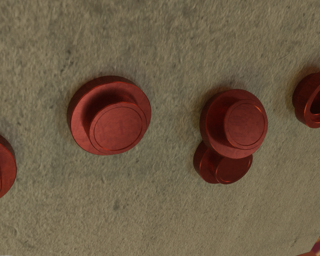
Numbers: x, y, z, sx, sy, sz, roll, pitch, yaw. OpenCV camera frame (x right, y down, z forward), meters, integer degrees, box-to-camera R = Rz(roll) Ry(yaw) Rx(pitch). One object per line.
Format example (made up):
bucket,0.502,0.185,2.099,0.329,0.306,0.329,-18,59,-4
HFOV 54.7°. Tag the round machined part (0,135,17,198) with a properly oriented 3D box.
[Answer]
round machined part,-0.201,0.049,0.317,0.099,0.042,0.097,-14,125,-21

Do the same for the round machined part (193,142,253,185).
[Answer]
round machined part,0.105,0.049,0.486,0.099,0.042,0.097,-14,125,-21

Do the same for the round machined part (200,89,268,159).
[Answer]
round machined part,0.108,-0.005,0.428,0.099,0.042,0.097,-1,92,-19

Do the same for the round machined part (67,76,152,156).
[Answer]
round machined part,-0.054,-0.008,0.362,0.099,0.042,0.097,-14,125,-21

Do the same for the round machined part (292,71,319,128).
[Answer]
round machined part,0.259,-0.052,0.509,0.099,0.042,0.097,-14,125,-21
